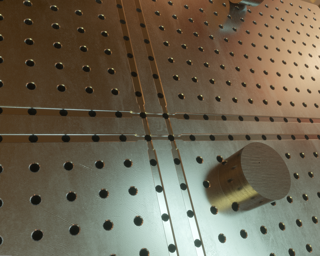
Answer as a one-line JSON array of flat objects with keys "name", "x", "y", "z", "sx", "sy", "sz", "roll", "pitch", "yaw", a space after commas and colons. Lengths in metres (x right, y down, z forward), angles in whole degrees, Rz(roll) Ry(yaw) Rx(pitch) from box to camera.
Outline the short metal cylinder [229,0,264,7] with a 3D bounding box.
[{"name": "short metal cylinder", "x": 0.187, "y": -0.304, "z": 0.659, "sx": 0.050, "sy": 0.080, "sz": 0.080, "roll": -3, "pitch": 63, "yaw": -29}]

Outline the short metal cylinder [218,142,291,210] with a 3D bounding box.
[{"name": "short metal cylinder", "x": 0.127, "y": 0.066, "z": 0.420, "sx": 0.081, "sy": 0.050, "sz": 0.080, "roll": 14, "pitch": 56, "yaw": -21}]
